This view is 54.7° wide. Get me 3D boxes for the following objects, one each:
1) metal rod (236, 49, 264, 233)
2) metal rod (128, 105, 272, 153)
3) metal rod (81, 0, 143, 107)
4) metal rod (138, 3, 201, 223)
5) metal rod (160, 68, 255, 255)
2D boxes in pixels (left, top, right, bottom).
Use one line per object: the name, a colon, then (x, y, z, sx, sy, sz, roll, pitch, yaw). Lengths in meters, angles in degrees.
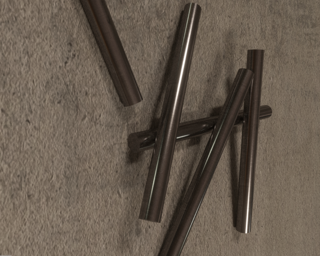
metal rod: (0.145, 0.027, 0.502, 0.025, 0.025, 0.298, -7, 103, -40)
metal rod: (0.082, -0.006, 0.475, 0.302, 0.025, 0.025, -12, 98, -40)
metal rod: (-0.083, -0.165, 0.335, 0.025, 0.025, 0.298, -33, 111, -35)
metal rod: (0.018, -0.034, 0.396, 0.025, 0.025, 0.299, 28, 65, -37)
metal rod: (0.069, 0.050, 0.441, 0.025, 0.025, 0.299, 32, 77, -36)
